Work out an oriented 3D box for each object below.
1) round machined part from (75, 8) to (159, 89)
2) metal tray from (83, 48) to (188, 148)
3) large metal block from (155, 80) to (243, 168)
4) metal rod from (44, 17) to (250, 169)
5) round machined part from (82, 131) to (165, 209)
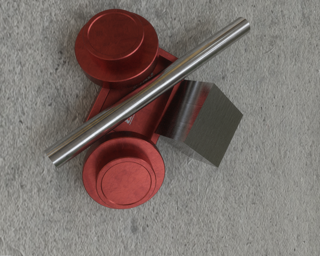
[{"bbox_3d":[-0.051,-0.098,0.361,0.099,0.042,0.098,0,71,1],"label":"round machined part"},{"bbox_3d":[-0.029,-0.043,0.397,0.090,0.030,0.130,26,81,-18],"label":"metal tray"},{"bbox_3d":[0.053,-0.005,0.402,0.080,0.050,0.080,36,77,-41],"label":"large metal block"},{"bbox_3d":[-0.002,-0.052,0.378,0.301,0.025,0.025,-37,102,-16],"label":"metal rod"},{"bbox_3d":[-0.041,0.056,0.368,0.099,0.042,0.097,-4,111,-11],"label":"round machined part"}]
